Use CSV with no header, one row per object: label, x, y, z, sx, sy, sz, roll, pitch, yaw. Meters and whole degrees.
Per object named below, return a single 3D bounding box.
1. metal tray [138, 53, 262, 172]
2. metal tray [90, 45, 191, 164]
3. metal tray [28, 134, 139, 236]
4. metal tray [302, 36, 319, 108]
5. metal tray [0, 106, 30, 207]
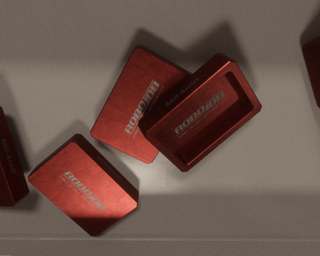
metal tray,0.050,-0.015,0.377,0.130,0.030,0.090,-41,127,4
metal tray,-0.020,-0.028,0.398,0.090,0.030,0.129,28,107,-10
metal tray,-0.105,0.083,0.438,0.090,0.030,0.130,-38,106,12
metal tray,0.224,-0.058,0.336,0.030,0.130,0.090,-30,109,-13
metal tray,-0.233,0.038,0.403,0.090,0.030,0.129,-4,108,18
